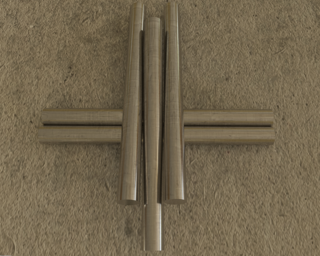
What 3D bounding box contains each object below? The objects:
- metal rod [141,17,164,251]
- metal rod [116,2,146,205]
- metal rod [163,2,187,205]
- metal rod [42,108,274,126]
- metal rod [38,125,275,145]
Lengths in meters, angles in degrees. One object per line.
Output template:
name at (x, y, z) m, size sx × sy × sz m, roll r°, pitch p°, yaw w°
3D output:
metal rod at (-0.008, -0.008, 0.385) m, size 0.025 × 0.025 × 0.299 m, roll 0°, pitch 70°, yaw -1°
metal rod at (-0.034, -0.051, 0.405) m, size 0.025 × 0.025 × 0.299 m, roll 0°, pitch 62°, yaw 0°
metal rod at (0.017, -0.052, 0.406) m, size 0.025 × 0.025 × 0.299 m, roll 0°, pitch 62°, yaw 0°
metal rod at (-0.002, -0.014, 0.415) m, size 0.302 × 0.025 × 0.025 m, roll 0°, pitch 70°, yaw -1°
metal rod at (-0.004, 0.010, 0.407) m, size 0.302 × 0.025 × 0.025 m, roll 0°, pitch 70°, yaw -1°
